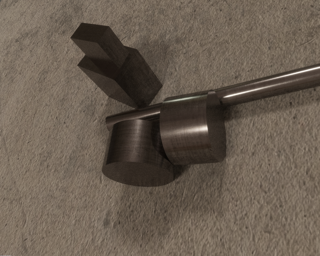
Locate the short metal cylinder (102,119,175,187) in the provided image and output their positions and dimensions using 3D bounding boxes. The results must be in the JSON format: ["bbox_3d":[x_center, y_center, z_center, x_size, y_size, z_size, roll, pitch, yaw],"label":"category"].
[{"bbox_3d":[-0.023,0.032,0.360,0.080,0.080,0.050,-8,59,24],"label":"short metal cylinder"}]

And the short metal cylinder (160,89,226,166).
[{"bbox_3d":[0.039,0.001,0.347,0.050,0.080,0.080,-8,58,24],"label":"short metal cylinder"}]

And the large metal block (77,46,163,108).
[{"bbox_3d":[-0.055,-0.075,0.442,0.080,0.080,0.050,25,76,36],"label":"large metal block"}]

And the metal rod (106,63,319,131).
[{"bbox_3d":[0.067,-0.035,0.389,0.301,0.025,0.025,-12,57,21],"label":"metal rod"}]

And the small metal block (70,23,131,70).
[{"bbox_3d":[-0.073,-0.101,0.384,0.050,0.050,0.025,20,73,35],"label":"small metal block"}]
